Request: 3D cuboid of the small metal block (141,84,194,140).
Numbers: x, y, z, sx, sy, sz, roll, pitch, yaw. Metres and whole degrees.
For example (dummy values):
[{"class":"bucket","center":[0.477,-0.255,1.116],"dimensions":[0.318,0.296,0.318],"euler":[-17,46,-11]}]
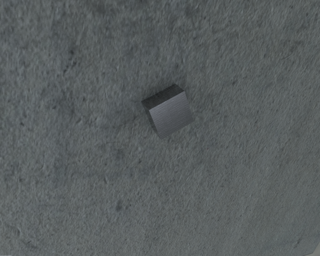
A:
[{"class":"small metal block","center":[0.011,-0.021,0.399],"dimensions":[0.050,0.025,0.050],"euler":[-29,128,-10]}]
